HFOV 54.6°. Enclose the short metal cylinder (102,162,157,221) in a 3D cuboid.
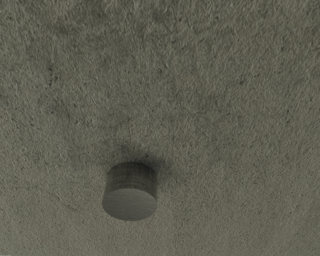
[{"bbox_3d":[-0.044,0.098,0.473,0.080,0.050,0.080,0,130,0],"label":"short metal cylinder"}]
